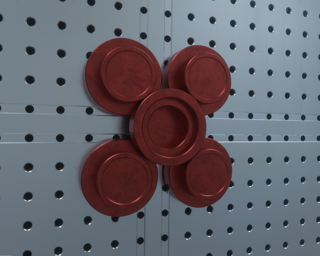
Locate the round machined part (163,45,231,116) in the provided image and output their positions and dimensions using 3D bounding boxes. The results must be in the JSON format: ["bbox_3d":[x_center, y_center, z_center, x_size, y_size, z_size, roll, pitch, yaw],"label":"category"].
[{"bbox_3d":[0.056,-0.065,0.425,0.099,0.042,0.097,0,90,-21],"label":"round machined part"}]

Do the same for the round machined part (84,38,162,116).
[{"bbox_3d":[-0.043,-0.064,0.388,0.099,0.042,0.097,0,90,-21],"label":"round machined part"}]

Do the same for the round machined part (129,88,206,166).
[{"bbox_3d":[0.007,-0.001,0.405,0.099,0.042,0.097,0,90,-21],"label":"round machined part"}]

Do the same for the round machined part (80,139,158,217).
[{"bbox_3d":[-0.048,0.063,0.387,0.099,0.042,0.097,0,90,-21],"label":"round machined part"}]

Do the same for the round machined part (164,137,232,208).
[{"bbox_3d":[0.058,0.061,0.426,0.099,0.042,0.097,0,90,-21],"label":"round machined part"}]
